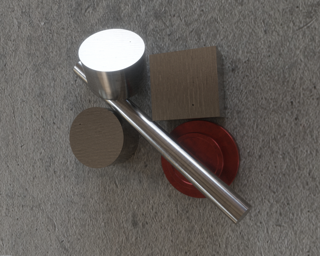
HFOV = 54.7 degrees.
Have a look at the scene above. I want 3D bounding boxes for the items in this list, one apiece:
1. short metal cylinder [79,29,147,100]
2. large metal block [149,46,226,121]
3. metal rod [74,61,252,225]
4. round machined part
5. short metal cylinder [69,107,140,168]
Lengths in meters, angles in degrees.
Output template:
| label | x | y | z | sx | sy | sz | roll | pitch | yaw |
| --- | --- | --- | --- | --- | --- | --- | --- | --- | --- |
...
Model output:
| label | x | y | z | sx | sy | sz | roll | pitch | yaw |
| --- | --- | --- | --- | --- | --- | --- | --- | --- | --- |
| short metal cylinder | -0.058 | -0.082 | 0.397 | 0.080 | 0.050 | 0.080 | -1 | 53 | 2 |
| large metal block | 0.035 | -0.050 | 0.382 | 0.080 | 0.050 | 0.080 | -3 | 89 | 20 |
| metal rod | -0.015 | 0.000 | 0.380 | 0.300 | 0.025 | 0.025 | 41 | 103 | 28 |
| round machined part | 0.047 | 0.039 | 0.384 | 0.098 | 0.042 | 0.097 | 0 | 90 | 20 |
| short metal cylinder | -0.075 | 0.012 | 0.424 | 0.080 | 0.050 | 0.080 | 0 | 90 | 20 |
